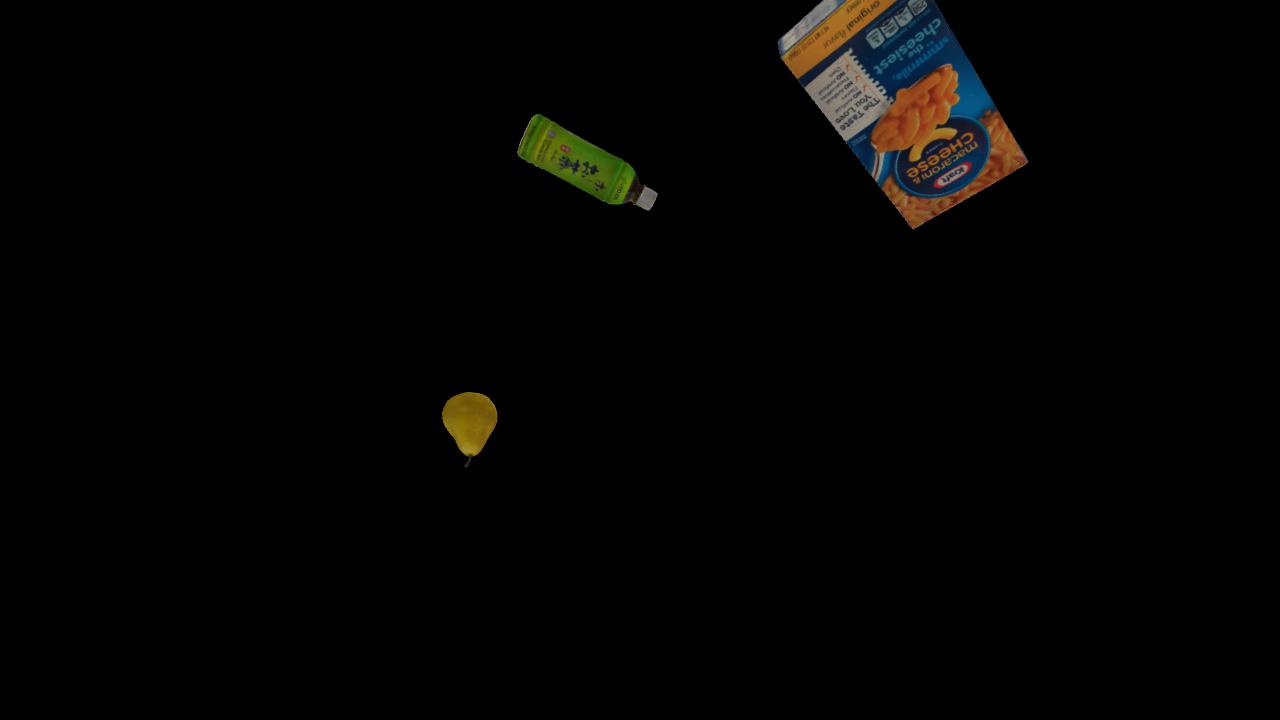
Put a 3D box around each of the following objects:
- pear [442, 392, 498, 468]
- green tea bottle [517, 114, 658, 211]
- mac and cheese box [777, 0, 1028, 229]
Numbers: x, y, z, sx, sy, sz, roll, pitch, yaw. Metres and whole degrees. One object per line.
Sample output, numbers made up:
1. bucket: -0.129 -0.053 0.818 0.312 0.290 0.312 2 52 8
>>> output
1. pear: -0.244 0.103 0.900 0.080 0.111 0.080 -16 -24 -7
2. green tea bottle: -0.072 -0.285 0.914 0.212 0.073 0.073 24 -4 -10
3. mac and cheese box: 0.191 -0.186 0.444 0.184 0.041 0.093 37 -52 -27
